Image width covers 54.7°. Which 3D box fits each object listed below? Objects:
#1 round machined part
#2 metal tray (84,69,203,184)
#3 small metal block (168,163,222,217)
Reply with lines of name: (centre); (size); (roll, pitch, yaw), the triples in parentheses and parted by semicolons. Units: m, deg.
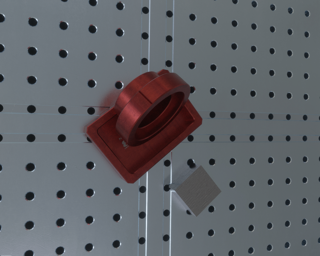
round machined part: (-0.014, -0.027, 0.362); (0.098, 0.098, 0.042); (-40, 73, -16)
metal tray: (-0.019, -0.003, 0.402); (0.130, 0.030, 0.090); (-40, 103, -16)
small metal block: (0.048, 0.085, 0.431); (0.050, 0.025, 0.050); (-41, 103, -15)
